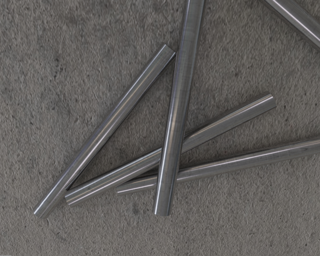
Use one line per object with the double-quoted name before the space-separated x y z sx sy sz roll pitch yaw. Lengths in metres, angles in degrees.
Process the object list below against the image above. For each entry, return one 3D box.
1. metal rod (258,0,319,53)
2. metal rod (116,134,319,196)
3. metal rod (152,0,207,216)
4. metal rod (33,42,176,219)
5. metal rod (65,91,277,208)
"metal rod" 0.096 -0.173 0.346 0.301 0.025 0.025 34 106 -12
"metal rod" 0.088 0.051 0.429 0.301 0.025 0.025 -13 110 4
"metal rod" 0.024 -0.036 0.373 0.025 0.025 0.298 8 101 -3
"metal rod" -0.080 0.013 0.413 0.025 0.025 0.299 37 106 -13
"metal rod" 0.009 0.031 0.413 0.301 0.025 0.025 -27 108 6
